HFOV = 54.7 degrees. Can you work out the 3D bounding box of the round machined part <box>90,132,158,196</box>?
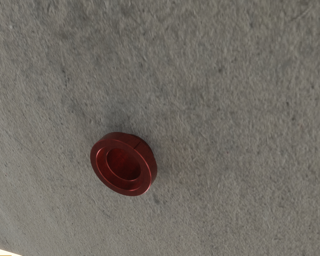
[{"bbox_3d":[-0.048,0.047,0.449,0.098,0.042,0.097,13,124,20],"label":"round machined part"}]
